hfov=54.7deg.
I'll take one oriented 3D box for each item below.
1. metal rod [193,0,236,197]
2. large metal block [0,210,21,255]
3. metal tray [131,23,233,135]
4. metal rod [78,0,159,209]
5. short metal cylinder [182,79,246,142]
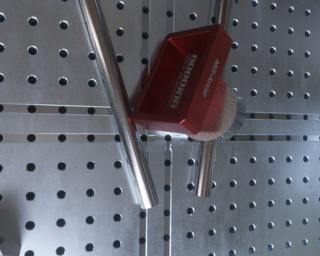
[{"bbox_3d":[0.079,-0.053,0.441,0.025,0.025,0.298,9,87,-20],"label":"metal rod"},{"bbox_3d":[-0.194,0.134,0.312,0.081,0.080,0.050,-25,99,-18],"label":"large metal block"},{"bbox_3d":[0.026,-0.059,0.376,0.030,0.090,0.130,35,70,-40],"label":"metal tray"},{"bbox_3d":[-0.054,-0.042,0.392,0.025,0.025,0.298,-18,96,-19],"label":"metal rod"},{"bbox_3d":[0.065,-0.022,0.401,0.050,0.080,0.080,10,86,-63],"label":"short metal cylinder"}]
